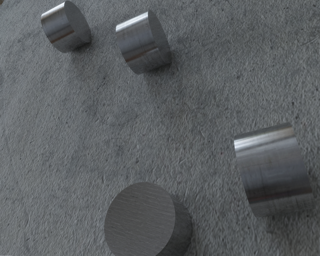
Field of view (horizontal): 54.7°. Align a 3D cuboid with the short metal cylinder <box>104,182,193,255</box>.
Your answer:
[{"bbox_3d":[-0.011,0.104,0.330,0.080,0.050,0.080,-13,56,21],"label":"short metal cylinder"}]

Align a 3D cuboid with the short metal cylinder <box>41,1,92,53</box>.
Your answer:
[{"bbox_3d":[-0.172,-0.186,0.573,0.050,0.080,0.080,-21,54,16],"label":"short metal cylinder"}]

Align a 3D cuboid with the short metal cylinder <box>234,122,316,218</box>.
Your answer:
[{"bbox_3d":[0.106,0.039,0.289,0.050,0.080,0.080,-16,55,19],"label":"short metal cylinder"}]

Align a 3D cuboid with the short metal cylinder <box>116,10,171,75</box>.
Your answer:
[{"bbox_3d":[-0.022,-0.125,0.457,0.050,0.080,0.080,-18,55,18],"label":"short metal cylinder"}]
